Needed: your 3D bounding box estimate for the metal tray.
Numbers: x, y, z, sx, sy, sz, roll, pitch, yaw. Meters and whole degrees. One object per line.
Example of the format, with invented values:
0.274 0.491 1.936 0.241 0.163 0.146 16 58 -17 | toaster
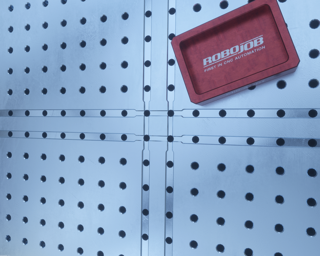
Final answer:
0.089 -0.091 0.378 0.130 0.030 0.090 -20 83 19 | metal tray
